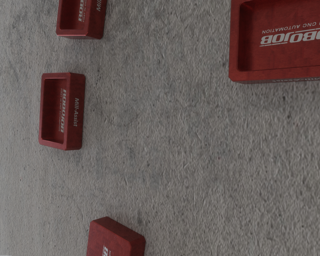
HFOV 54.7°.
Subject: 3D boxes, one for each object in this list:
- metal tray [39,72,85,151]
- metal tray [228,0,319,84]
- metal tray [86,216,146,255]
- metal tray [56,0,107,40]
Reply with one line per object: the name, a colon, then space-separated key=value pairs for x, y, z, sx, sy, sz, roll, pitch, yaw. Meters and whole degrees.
metal tray: x=-0.174 y=-0.031 z=0.545 sx=0.090 sy=0.030 sz=0.129 roll=7 pitch=94 yaw=39
metal tray: x=0.132 y=-0.090 z=0.292 sx=0.130 sy=0.030 sz=0.089 roll=3 pitch=92 yaw=40
metal tray: x=-0.071 y=0.210 z=0.461 sx=0.090 sy=0.030 sz=0.129 roll=13 pitch=98 yaw=39
metal tray: x=-0.126 y=-0.213 z=0.505 sx=0.090 sy=0.030 sz=0.129 roll=14 pitch=99 yaw=39
